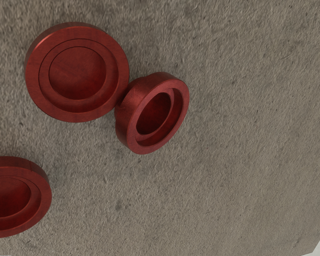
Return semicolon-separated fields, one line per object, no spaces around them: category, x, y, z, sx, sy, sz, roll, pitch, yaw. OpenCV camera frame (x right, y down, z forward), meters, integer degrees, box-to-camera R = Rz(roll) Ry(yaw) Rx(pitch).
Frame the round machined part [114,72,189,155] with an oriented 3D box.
round machined part;-0.014;-0.021;0.361;0.099;0.042;0.097;-34;143;-30

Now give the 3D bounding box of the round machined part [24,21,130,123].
round machined part;-0.084;-0.058;0.314;0.099;0.042;0.097;-14;124;-21

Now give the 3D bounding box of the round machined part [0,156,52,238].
round machined part;-0.175;0.071;0.344;0.099;0.042;0.097;-14;124;-21
